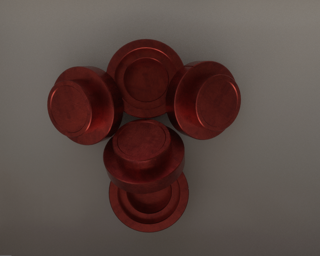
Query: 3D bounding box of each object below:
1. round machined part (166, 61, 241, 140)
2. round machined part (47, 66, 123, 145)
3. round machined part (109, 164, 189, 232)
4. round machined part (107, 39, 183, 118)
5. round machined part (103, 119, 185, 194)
[{"bbox_3d":[0.060,-0.033,0.379,0.099,0.042,0.097,-7,104,-29],"label":"round machined part"},{"bbox_3d":[-0.098,-0.026,0.379,0.098,0.042,0.097,6,104,26],"label":"round machined part"},{"bbox_3d":[-0.013,0.080,0.401,0.099,0.042,0.097,0,90,0],"label":"round machined part"},{"bbox_3d":[-0.017,-0.061,0.400,0.099,0.042,0.097,0,90,0],"label":"round machined part"},{"bbox_3d":[-0.020,0.026,0.372,0.099,0.098,0.042,-6,134,0],"label":"round machined part"}]
